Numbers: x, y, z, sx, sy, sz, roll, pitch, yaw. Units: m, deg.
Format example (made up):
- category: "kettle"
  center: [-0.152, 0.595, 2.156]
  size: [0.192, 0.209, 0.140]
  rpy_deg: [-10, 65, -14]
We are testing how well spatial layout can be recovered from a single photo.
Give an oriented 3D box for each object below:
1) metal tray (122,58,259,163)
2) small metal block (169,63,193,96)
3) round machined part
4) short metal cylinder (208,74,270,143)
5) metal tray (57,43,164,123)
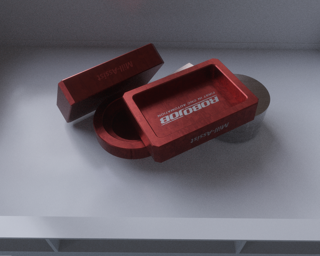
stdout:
- category: "metal tray"
  center: [0.034, -0.025, 0.359]
  size: [0.131, 0.030, 0.090]
  rpy_deg: [-24, 53, -14]
- category: "small metal block"
  center: [0.031, -0.055, 0.433]
  size: [0.050, 0.050, 0.025]
  rpy_deg: [-35, 59, -28]
- category: "round machined part"
  center: [-0.032, 0.000, 0.393]
  size: [0.099, 0.042, 0.098]
  rpy_deg: [0, 50, 0]
- category: "short metal cylinder"
  center: [0.098, -0.027, 0.410]
  size: [0.081, 0.050, 0.080]
  rpy_deg: [0, 50, 0]
- category: "metal tray"
  center: [-0.067, -0.058, 0.406]
  size: [0.131, 0.090, 0.030]
  rpy_deg: [-29, 88, -23]
